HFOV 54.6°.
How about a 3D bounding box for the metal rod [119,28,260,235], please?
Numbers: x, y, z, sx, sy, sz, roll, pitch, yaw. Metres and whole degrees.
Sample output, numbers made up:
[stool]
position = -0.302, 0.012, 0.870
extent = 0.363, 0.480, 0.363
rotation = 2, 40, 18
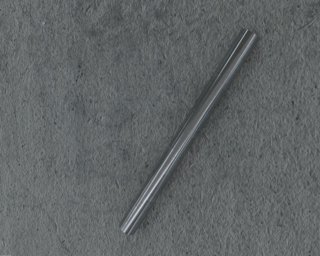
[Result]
[metal rod]
position = 0.032, 0.013, 0.398
extent = 0.025, 0.025, 0.299
rotation = 35, 101, 16
